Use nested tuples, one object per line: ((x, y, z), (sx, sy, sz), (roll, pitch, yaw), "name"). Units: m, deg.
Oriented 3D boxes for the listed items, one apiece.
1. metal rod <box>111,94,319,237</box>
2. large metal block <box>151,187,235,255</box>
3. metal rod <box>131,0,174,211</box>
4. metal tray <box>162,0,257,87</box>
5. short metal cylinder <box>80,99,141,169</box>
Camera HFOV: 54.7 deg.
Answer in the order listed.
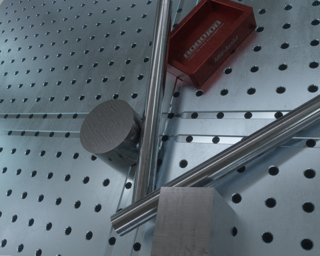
((0.083, 0.030, 0.331), (0.301, 0.025, 0.025), (-31, 52, 2), "metal rod")
((0.034, 0.106, 0.289), (0.050, 0.080, 0.080), (-5, 60, 26), "large metal block")
((-0.007, -0.043, 0.409), (0.025, 0.025, 0.299), (-4, 68, 26), "metal rod")
((0.063, -0.130, 0.450), (0.130, 0.030, 0.090), (-47, 52, -5), "metal tray")
((-0.059, 0.008, 0.417), (0.080, 0.050, 0.080), (-13, 56, 20), "short metal cylinder")
